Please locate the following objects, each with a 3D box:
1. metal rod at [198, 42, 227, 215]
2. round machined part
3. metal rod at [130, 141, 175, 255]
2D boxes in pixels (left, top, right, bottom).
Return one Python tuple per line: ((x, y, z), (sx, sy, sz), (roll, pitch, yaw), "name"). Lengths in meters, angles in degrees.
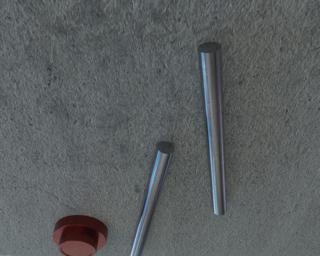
((0.077, 0.025, 0.429), (0.025, 0.025, 0.298), (-7, 130, 6), "metal rod")
((-0.148, 0.206, 0.570), (0.099, 0.042, 0.097), (0, 130, 0), "round machined part")
((-0.020, 0.139, 0.524), (0.025, 0.025, 0.298), (8, 130, -7), "metal rod")
